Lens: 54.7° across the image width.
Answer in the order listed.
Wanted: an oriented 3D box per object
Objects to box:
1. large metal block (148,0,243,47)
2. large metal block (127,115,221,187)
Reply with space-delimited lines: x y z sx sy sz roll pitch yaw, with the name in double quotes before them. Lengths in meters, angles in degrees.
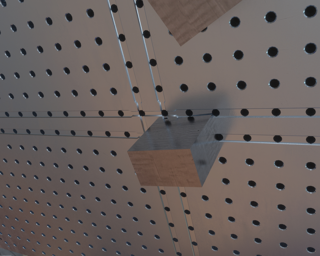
"large metal block" 0.047 -0.125 0.273 0.080 0.080 0.050 -30 102 37
"large metal block" 0.020 0.027 0.381 0.080 0.080 0.050 -5 116 30
